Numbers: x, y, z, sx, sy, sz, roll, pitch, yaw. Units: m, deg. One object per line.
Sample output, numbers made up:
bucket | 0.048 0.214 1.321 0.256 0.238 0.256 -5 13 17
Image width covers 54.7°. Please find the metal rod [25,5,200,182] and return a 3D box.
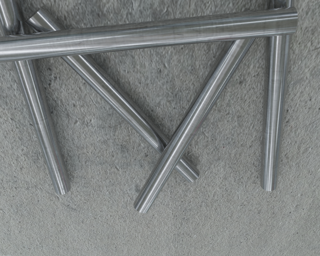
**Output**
metal rod | -0.038 -0.021 0.388 0.025 0.025 0.300 -29 125 22

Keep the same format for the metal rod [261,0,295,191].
metal rod | 0.142 -0.023 0.388 0.025 0.025 0.298 -8 130 7

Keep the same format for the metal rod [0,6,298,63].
metal rod | -0.026 -0.088 0.297 0.302 0.025 0.025 -5 130 3

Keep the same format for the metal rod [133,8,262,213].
metal rod | 0.035 0.000 0.382 0.025 0.025 0.298 19 120 -16

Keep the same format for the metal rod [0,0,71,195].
metal rod | -0.151 -0.019 0.389 0.025 0.025 0.298 0 130 -1
